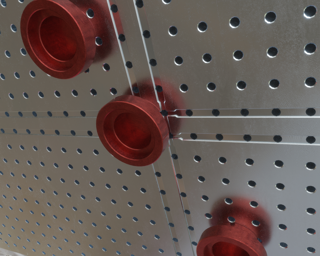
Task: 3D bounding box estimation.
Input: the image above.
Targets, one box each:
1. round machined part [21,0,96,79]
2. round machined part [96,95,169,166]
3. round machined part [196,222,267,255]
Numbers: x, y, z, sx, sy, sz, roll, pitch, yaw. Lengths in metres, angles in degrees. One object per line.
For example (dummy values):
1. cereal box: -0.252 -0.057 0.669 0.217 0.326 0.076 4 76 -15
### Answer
1. round machined part: -0.122 -0.115 0.392 0.098 0.042 0.097 13 124 20
2. round machined part: -0.032 0.000 0.416 0.098 0.042 0.097 13 124 20
3. round machined part: 0.107 0.179 0.454 0.098 0.042 0.097 13 124 20
